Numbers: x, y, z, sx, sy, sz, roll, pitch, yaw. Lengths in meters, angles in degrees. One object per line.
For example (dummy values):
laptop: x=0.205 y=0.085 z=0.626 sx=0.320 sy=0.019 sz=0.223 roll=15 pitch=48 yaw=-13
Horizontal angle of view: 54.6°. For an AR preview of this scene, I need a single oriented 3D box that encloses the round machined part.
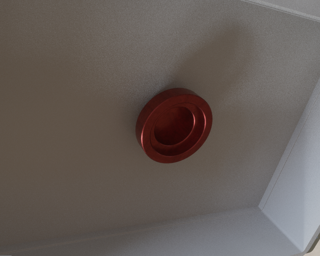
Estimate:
round machined part: x=0.014 y=-0.006 z=0.397 sx=0.099 sy=0.042 sz=0.097 roll=-14 pitch=124 yaw=-21
